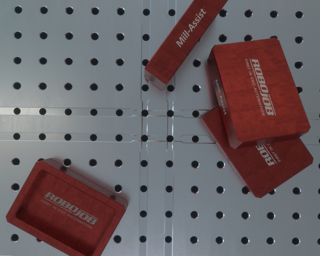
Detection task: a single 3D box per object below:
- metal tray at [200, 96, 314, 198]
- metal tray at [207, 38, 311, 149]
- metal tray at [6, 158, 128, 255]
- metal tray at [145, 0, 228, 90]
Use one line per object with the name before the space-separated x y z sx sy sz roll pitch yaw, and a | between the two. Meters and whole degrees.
metal tray | 0.126 0.014 0.412 0.090 0.030 0.130 -34 90 0
metal tray | 0.119 -0.045 0.386 0.091 0.030 0.130 -9 72 -8
metal tray | -0.120 0.109 0.410 0.130 0.030 0.090 29 90 0
metal tray | 0.031 -0.110 0.380 0.030 0.090 0.130 36 90 -4
